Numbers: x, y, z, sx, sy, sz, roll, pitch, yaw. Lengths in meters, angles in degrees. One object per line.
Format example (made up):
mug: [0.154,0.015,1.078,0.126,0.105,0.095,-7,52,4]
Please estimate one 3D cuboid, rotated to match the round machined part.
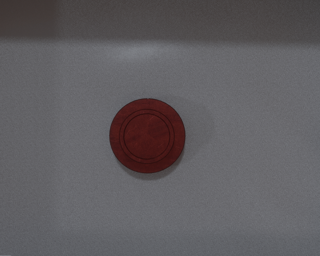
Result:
round machined part: [-0.016,0.010,0.399,0.099,0.042,0.097,0,90,-1]
